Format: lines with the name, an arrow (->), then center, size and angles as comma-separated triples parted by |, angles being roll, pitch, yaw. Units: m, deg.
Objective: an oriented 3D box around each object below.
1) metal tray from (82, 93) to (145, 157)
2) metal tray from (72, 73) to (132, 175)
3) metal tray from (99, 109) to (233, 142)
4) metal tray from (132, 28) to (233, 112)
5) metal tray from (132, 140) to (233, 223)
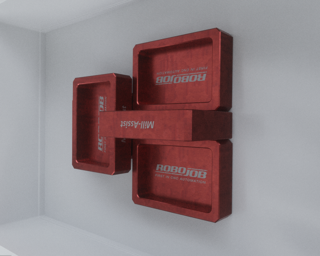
metal tray -> -0.080, -0.003, 0.463 | 0.130, 0.030, 0.089 | 1, 90, 39
metal tray -> -0.081, -0.006, 0.426 | 0.090, 0.030, 0.129 | 2, 91, 39
metal tray -> 0.005, -0.004, 0.356 | 0.130, 0.091, 0.030 | 1, 91, 39
metal tray -> 0.023, -0.064, 0.381 | 0.130, 0.030, 0.089 | 1, 91, 39
metal tray -> 0.023, 0.056, 0.381 | 0.130, 0.030, 0.089 | 1, 91, 39
